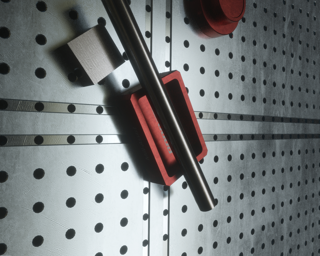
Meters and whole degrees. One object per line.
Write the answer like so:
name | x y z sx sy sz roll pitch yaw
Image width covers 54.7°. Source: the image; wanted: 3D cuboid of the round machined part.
round machined part | 0.095 -0.193 0.477 0.099 0.042 0.097 0 90 -40

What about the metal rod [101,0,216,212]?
metal rod | 0.005 -0.022 0.372 0.025 0.025 0.299 -39 114 -33

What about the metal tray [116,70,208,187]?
metal tray | 0.008 -0.001 0.411 0.091 0.030 0.129 -34 111 -35

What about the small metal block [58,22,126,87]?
small metal block | -0.075 -0.081 0.346 0.050 0.025 0.050 -45 117 -30
